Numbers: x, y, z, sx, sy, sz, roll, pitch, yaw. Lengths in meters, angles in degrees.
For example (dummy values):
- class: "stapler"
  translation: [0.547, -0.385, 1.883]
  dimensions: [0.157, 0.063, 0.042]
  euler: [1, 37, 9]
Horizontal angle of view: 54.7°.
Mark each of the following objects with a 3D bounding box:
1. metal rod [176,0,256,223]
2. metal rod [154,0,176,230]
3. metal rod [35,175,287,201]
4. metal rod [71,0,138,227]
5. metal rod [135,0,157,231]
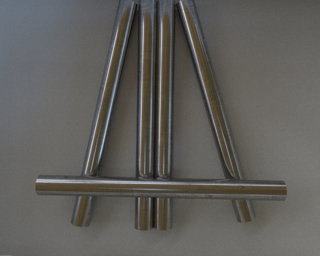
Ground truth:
- class: "metal rod"
  translation: [0.074, -0.023, 0.411]
  dimensions: [0.025, 0.025, 0.298]
  euler: [-16, 90, 0]
- class: "metal rod"
  translation: [0.006, -0.018, 0.410]
  dimensions: [0.025, 0.025, 0.298]
  euler: [1, 90, 0]
- class: "metal rod"
  translation: [0.002, 0.074, 0.384]
  dimensions: [0.302, 0.025, 0.025]
  euler: [1, 90, 0]
- class: "metal rod"
  translation: [-0.073, -0.020, 0.410]
  dimensions: [0.025, 0.025, 0.298]
  euler: [12, 90, 0]
- class: "metal rod"
  translation: [-0.018, -0.017, 0.410]
  dimensions: [0.025, 0.025, 0.298]
  euler: [1, 90, 0]
